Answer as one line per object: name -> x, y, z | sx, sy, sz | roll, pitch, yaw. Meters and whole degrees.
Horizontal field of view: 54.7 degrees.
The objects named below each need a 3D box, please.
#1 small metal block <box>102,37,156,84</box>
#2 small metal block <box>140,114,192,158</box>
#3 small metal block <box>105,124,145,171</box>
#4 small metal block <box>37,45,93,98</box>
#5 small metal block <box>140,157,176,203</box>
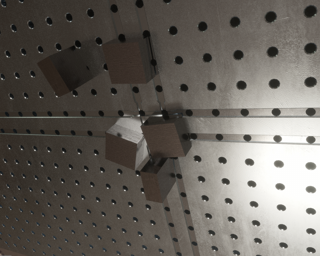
small metal block -> -0.038, -0.082, 0.379 | 0.050, 0.025, 0.050 | 3, 120, 26
small metal block -> 0.009, 0.011, 0.413 | 0.050, 0.025, 0.050 | -6, 116, 30
small metal block -> -0.052, 0.028, 0.454 | 0.050, 0.025, 0.050 | 19, 126, 16
small metal block -> -0.125, -0.076, 0.412 | 0.025, 0.050, 0.050 | -16, 110, 34
small metal block -> -0.001, 0.069, 0.437 | 0.025, 0.050, 0.050 | 4, 121, 26
